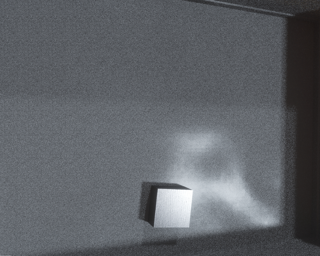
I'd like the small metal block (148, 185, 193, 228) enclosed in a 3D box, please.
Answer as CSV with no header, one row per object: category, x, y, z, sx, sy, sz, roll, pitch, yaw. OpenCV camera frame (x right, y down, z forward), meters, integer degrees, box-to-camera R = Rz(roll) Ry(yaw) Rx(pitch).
small metal block,0.014,0.105,0.417,0.050,0.025,0.050,7,88,-20
